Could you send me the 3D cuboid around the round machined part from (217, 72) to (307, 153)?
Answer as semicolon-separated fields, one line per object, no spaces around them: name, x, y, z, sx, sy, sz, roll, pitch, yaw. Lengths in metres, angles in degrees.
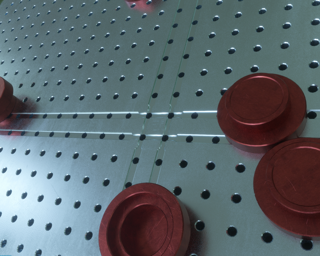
round machined part;0.113;-0.024;0.352;0.098;0.042;0.098;-13;56;20

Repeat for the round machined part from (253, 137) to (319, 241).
round machined part;0.138;0.052;0.293;0.098;0.042;0.098;-13;56;20

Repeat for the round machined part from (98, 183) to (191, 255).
round machined part;-0.013;0.112;0.334;0.098;0.042;0.098;-13;56;20

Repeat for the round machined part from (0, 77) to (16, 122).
round machined part;-0.317;-0.047;0.589;0.098;0.042;0.098;-13;56;20
